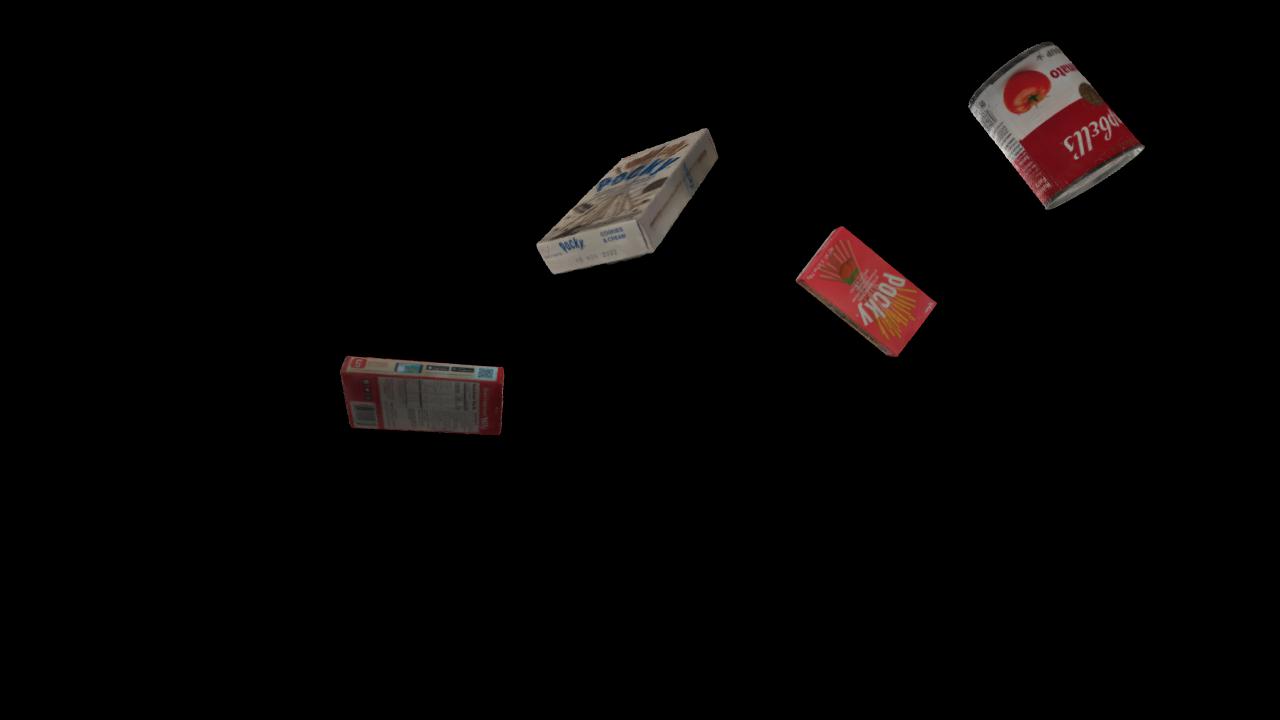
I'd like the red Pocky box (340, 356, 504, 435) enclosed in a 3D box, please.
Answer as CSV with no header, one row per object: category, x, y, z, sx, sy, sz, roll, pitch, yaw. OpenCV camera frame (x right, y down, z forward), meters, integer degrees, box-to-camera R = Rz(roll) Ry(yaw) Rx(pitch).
red Pocky box,-0.220,0.039,0.636,0.155,0.083,0.028,5,40,-11

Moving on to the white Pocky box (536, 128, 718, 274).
white Pocky box,-0.003,-0.117,0.445,0.084,0.028,0.154,-8,34,32

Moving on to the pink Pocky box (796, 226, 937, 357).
pink Pocky box,0.276,-0.082,0.749,0.155,0.084,0.029,38,-2,-5

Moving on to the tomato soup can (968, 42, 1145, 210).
tomato soup can,0.302,-0.172,0.453,0.068,0.101,0.068,-26,-15,-7
